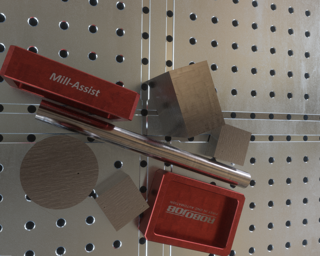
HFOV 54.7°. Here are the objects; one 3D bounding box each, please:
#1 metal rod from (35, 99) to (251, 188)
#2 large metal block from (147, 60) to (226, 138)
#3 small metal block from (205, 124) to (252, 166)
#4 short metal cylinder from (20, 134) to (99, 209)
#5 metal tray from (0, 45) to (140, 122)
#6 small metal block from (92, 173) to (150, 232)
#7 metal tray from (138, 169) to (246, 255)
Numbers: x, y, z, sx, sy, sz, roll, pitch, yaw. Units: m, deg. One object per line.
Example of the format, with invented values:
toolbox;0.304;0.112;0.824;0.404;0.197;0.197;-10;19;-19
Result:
metal rod;-0.008;0.028;0.410;0.302;0.025;0.025;20;83;-19
large metal block;0.031;-0.034;0.396;0.050;0.080;0.080;-20;97;-19
small metal block;0.099;0.024;0.449;0.050;0.025;0.050;18;84;-19
short metal cylinder;-0.115;0.047;0.356;0.081;0.050;0.080;0;90;-20
metal tray;-0.097;-0.042;0.341;0.131;0.090;0.030;20;84;-19
small metal block;-0.050;0.093;0.395;0.050;0.025;0.050;-34;101;-17
metal tray;0.046;0.117;0.426;0.131;0.030;0.090;19;84;-19
